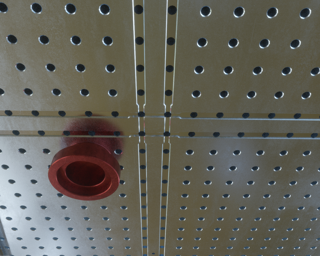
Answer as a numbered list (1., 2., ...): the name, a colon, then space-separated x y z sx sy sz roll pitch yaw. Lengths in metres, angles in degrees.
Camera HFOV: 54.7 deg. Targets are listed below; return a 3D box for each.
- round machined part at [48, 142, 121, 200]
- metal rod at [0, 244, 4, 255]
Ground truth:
1. round machined part: -0.106 0.059 0.449 0.099 0.042 0.097 -1 130 0
2. metal rod: -0.325 0.230 0.602 0.025 0.025 0.298 6 130 -6
